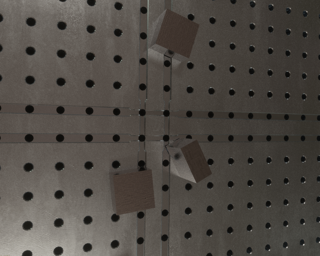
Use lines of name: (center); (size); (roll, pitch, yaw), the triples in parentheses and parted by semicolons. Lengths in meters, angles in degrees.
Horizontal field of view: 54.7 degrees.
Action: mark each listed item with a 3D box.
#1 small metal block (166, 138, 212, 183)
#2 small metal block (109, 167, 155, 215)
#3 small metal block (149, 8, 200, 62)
small metal block: (0.038, 0.042, 0.415); (0.025, 0.050, 0.050); (-28, 100, -18)
small metal block: (-0.036, 0.080, 0.400); (0.050, 0.025, 0.050); (-6, 92, -20)
small metal block: (0.020, -0.125, 0.421); (0.050, 0.025, 0.050); (19, 84, -20)
